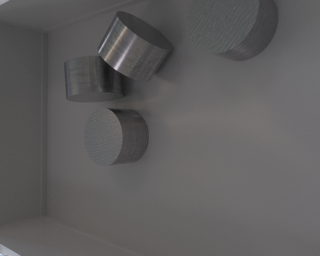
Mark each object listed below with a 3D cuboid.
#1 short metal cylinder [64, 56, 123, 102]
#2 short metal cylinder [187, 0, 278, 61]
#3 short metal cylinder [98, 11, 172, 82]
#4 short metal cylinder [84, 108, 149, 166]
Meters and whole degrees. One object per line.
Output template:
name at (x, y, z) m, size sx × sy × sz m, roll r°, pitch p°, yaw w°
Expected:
short metal cylinder at (-0.096, -0.069, 0.450) m, size 0.080 × 0.081 × 0.050 m, roll -8°, pitch 85°, yaw 40°
short metal cylinder at (0.076, -0.115, 0.328) m, size 0.080 × 0.050 × 0.080 m, roll 0°, pitch 90°, yaw 40°
short metal cylinder at (-0.032, -0.104, 0.397) m, size 0.080 × 0.081 × 0.050 m, roll 52°, pitch 120°, yaw 27°
short metal cylinder at (-0.063, 0.012, 0.443) m, size 0.080 × 0.050 × 0.080 m, roll 0°, pitch 90°, yaw 40°
